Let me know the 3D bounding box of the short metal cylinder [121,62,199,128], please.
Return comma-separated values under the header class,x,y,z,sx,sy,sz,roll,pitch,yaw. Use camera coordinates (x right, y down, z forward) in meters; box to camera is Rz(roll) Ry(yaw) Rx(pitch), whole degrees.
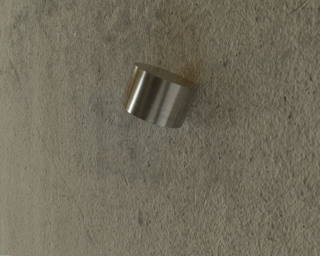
class,x,y,z,sx,sy,sz,roll,pitch,yaw
short metal cylinder,-0.001,-0.040,0.371,0.080,0.081,0.050,34,111,35
